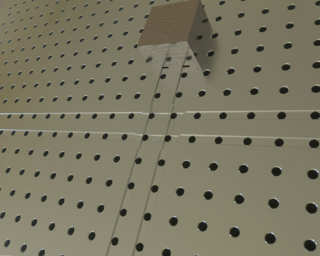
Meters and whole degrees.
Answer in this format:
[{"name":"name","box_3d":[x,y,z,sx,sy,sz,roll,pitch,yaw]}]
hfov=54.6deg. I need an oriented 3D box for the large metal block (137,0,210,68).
[{"name":"large metal block","box_3d":[0.022,-0.141,0.468,0.080,0.050,0.080,3,63,29]}]
